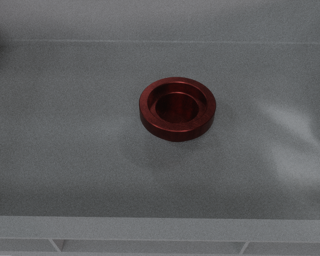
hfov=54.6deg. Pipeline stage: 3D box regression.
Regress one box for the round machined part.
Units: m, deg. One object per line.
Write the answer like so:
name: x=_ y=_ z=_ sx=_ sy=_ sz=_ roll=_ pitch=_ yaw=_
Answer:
round machined part: x=0.022 y=-0.020 z=0.411 sx=0.099 sy=0.042 sz=0.098 roll=0 pitch=50 yaw=0
